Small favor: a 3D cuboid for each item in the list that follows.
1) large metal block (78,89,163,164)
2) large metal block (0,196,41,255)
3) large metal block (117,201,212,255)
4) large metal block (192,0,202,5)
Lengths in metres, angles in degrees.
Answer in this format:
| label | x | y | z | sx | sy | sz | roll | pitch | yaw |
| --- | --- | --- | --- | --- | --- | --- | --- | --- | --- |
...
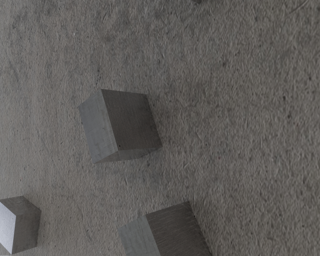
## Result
| label | x | y | z | sx | sy | sz | roll | pitch | yaw |
| --- | --- | --- | --- | --- | --- | --- | --- | --- | --- |
| large metal block | -0.052 | -0.002 | 0.412 | 0.050 | 0.081 | 0.080 | -28 | 72 | 36 |
| large metal block | -0.290 | 0.194 | 0.629 | 0.080 | 0.050 | 0.079 | 17 | 101 | 38 |
| large metal block | 0.008 | 0.139 | 0.362 | 0.050 | 0.081 | 0.080 | -36 | 68 | 34 |
| large metal block | 0.028 | -0.208 | 0.365 | 0.080 | 0.050 | 0.080 | 47 | 118 | 29 |
